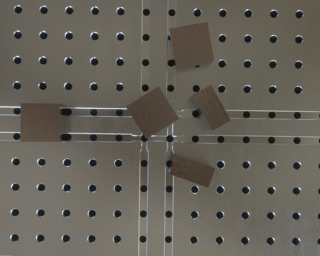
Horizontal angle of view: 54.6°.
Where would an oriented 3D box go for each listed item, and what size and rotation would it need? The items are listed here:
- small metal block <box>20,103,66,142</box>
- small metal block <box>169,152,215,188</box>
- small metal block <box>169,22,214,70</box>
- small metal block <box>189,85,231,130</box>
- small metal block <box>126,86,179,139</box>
[{"bbox_3d":[-0.155,-0.007,0.412,0.050,0.025,0.050,0,90,0],"label":"small metal block"},{"bbox_3d":[0.039,0.052,0.401,0.050,0.050,0.025,20,90,0],"label":"small metal block"},{"bbox_3d":[0.041,-0.109,0.414,0.050,0.025,0.050,-10,90,0],"label":"small metal block"},{"bbox_3d":[0.063,-0.025,0.401,0.025,0.050,0.050,-29,90,0],"label":"small metal block"},{"bbox_3d":[-0.010,-0.020,0.413,0.050,0.025,0.050,-32,90,0],"label":"small metal block"}]
